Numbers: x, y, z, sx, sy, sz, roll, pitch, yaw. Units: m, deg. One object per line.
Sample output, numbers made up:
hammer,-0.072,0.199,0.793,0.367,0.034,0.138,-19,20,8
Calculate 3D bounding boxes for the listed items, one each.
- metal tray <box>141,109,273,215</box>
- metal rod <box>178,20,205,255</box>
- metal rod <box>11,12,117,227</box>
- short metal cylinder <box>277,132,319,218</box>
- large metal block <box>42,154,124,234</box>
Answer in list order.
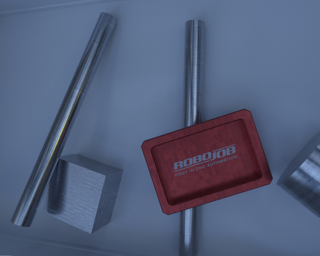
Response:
metal tray,0.054,0.039,0.366,0.131,0.030,0.090,-18,90,3
metal rod,0.040,0.015,0.395,0.025,0.025,0.298,2,91,19
metal rod,-0.125,-0.017,0.415,0.025,0.025,0.299,18,82,19
short metal cylinder,0.169,0.046,0.322,0.050,0.080,0.080,40,103,15
large metal block,-0.107,0.088,0.434,0.080,0.050,0.079,17,96,19
